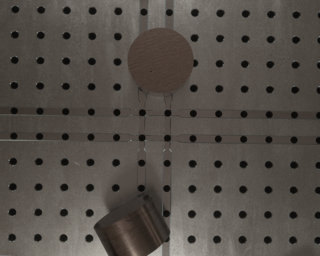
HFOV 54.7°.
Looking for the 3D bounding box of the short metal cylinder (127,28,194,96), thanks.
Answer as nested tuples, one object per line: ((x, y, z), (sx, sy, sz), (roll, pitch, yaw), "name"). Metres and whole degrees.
((0.001, -0.082, 0.401), (0.081, 0.050, 0.079), (0, 90, -1), "short metal cylinder")

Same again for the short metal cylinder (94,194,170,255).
((-0.034, 0.125, 0.386), (0.080, 0.080, 0.050), (-27, 90, 0), "short metal cylinder")
